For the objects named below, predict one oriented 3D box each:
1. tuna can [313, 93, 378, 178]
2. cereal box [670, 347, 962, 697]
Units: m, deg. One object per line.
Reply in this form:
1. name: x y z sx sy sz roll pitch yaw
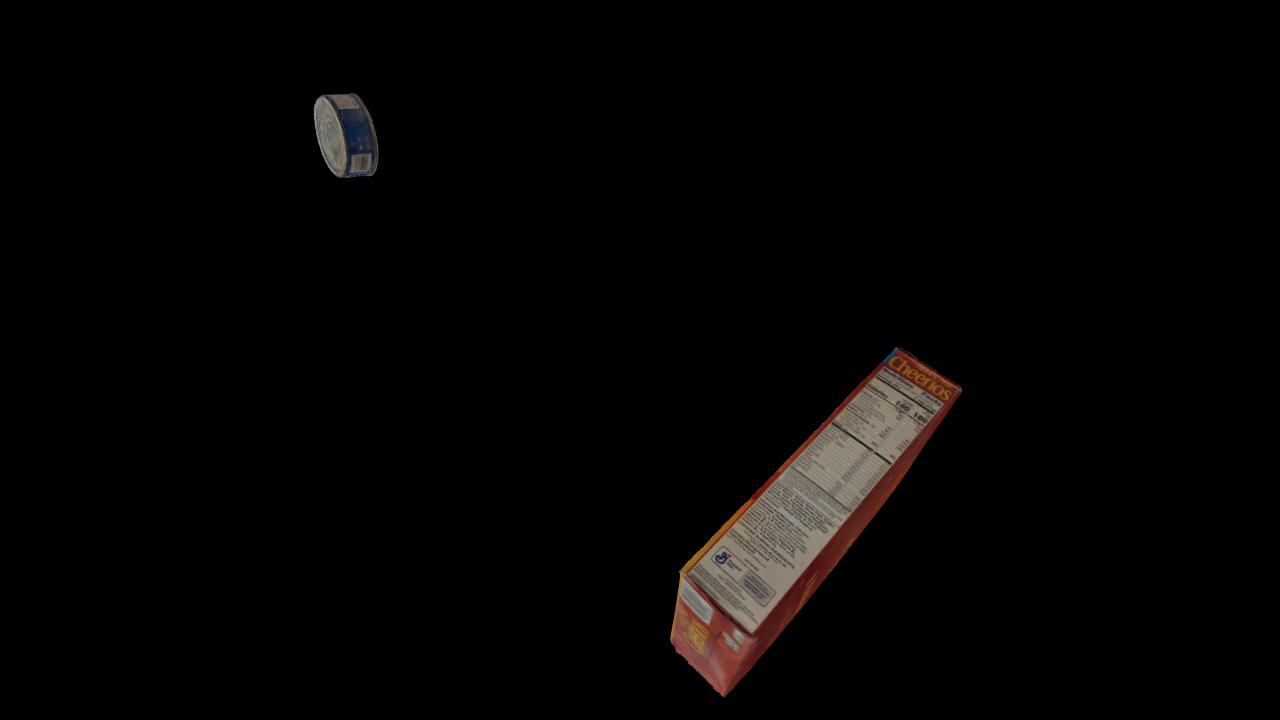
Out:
1. tuna can: -0.312 -0.236 0.651 0.034 0.084 0.084 -23 15 -39
2. cereal box: 0.159 0.149 0.573 0.081 0.203 0.306 38 61 26
